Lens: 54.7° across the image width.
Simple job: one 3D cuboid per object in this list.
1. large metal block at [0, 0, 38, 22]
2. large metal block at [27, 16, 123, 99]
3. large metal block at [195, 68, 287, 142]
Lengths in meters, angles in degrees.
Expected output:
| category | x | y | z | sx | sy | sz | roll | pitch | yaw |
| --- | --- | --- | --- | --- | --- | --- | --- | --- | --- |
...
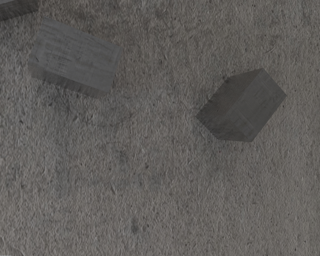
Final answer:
| category | x | y | z | sx | sy | sz | roll | pitch | yaw |
| --- | --- | --- | --- | --- | --- | --- | --- | --- | --- |
| large metal block | -0.186 | -0.159 | 0.327 | 0.081 | 0.050 | 0.080 | -26 | 99 | -18 |
| large metal block | -0.095 | -0.072 | 0.344 | 0.081 | 0.080 | 0.050 | 18 | 84 | -19 |
| large metal block | 0.106 | -0.029 | 0.419 | 0.050 | 0.080 | 0.080 | 44 | 76 | -15 |
